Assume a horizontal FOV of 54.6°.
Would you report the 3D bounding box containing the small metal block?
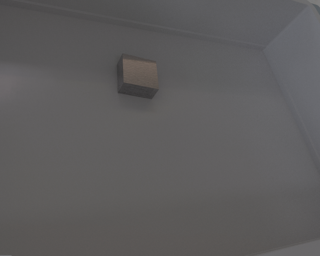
[{"bbox_3d":[-0.031,-0.072,0.432,0.050,0.025,0.050,8,58,-24],"label":"small metal block"}]
